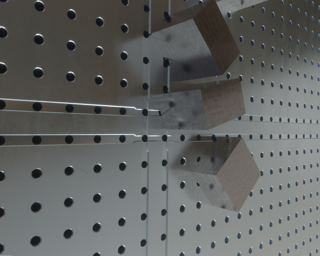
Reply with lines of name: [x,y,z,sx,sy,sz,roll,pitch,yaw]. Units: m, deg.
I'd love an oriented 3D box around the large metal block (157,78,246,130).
large metal block: [0.056,-0.033,0.423,0.081,0.080,0.050,-20,103,-39]

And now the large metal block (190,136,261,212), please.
large metal block: [0.105,0.070,0.484,0.080,0.050,0.080,-48,119,-29]

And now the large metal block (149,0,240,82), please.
large metal block: [0.047,-0.113,0.414,0.050,0.080,0.080,-51,120,-28]

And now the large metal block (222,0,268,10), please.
large metal block: [0.150,-0.250,0.501,0.050,0.080,0.080,5,87,-40]
